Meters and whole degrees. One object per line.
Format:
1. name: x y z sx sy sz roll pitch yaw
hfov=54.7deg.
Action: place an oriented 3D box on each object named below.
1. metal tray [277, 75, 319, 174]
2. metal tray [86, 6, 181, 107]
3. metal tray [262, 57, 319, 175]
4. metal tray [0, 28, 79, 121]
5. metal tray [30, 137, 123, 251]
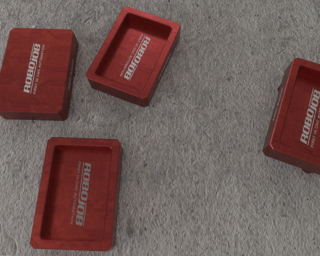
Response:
1. metal tray: 0.221 -0.011 0.411 0.091 0.030 0.130 -8 70 -3
2. metal tray: -0.035 -0.104 0.442 0.090 0.030 0.130 21 71 7
3. metal tray: 0.189 -0.014 0.379 0.090 0.030 0.130 20 71 7
4. metal tray: -0.169 -0.076 0.432 0.091 0.030 0.130 2 70 0
5. metal tray: -0.096 0.078 0.375 0.091 0.030 0.130 2 70 0
